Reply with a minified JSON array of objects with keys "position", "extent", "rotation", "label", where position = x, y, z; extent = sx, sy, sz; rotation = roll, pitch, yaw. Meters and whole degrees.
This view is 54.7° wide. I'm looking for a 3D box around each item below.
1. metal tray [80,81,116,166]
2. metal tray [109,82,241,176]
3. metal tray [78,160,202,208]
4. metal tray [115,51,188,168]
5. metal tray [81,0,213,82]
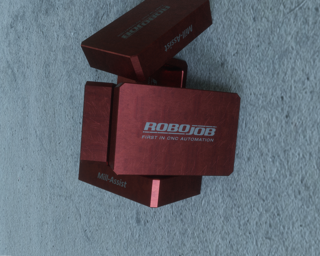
[{"position":[-0.064,-0.009,0.394],"extent":[0.030,0.130,0.089],"rotation":[5,94,3],"label":"metal tray"},{"position":[0.016,0.003,0.326],"extent":[0.030,0.131,0.089],"rotation":[-162,76,-72],"label":"metal tray"},{"position":[-0.026,0.058,0.383],"extent":[0.130,0.091,0.030],"rotation":[9,96,39],"label":"metal tray"},{"position":[-0.010,-0.021,0.370],"extent":[0.030,0.091,0.129],"rotation":[9,96,39],"label":"metal tray"},{"position":[-0.013,-0.109,0.355],"extent":[0.090,0.131,0.030],"rotation":[22,145,37],"label":"metal tray"}]
